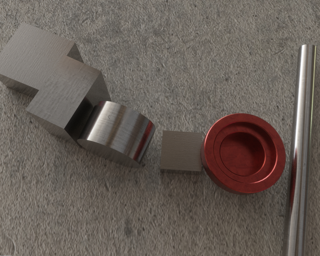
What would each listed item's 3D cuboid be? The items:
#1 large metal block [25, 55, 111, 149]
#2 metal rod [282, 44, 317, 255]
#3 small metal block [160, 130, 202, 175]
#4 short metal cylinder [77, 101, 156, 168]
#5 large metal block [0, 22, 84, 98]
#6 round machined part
[{"bbox_3d":[-0.109,-0.030,0.388,0.050,0.080,0.080,25,72,8],"label":"large metal block"},{"bbox_3d":[0.183,0.022,0.402,0.025,0.025,0.299,12,70,4],"label":"metal rod"},{"bbox_3d":[0.027,0.032,0.397,0.050,0.025,0.050,4,70,1],"label":"small metal block"},{"bbox_3d":[-0.051,0.009,0.375,0.080,0.080,0.050,20,71,7],"label":"short metal cylinder"},{"bbox_3d":[-0.165,-0.086,0.424,0.080,0.050,0.080,22,71,7],"label":"large metal block"},{"bbox_3d":[0.100,0.034,0.386,0.099,0.042,0.098,1,71,-4],"label":"round machined part"}]
